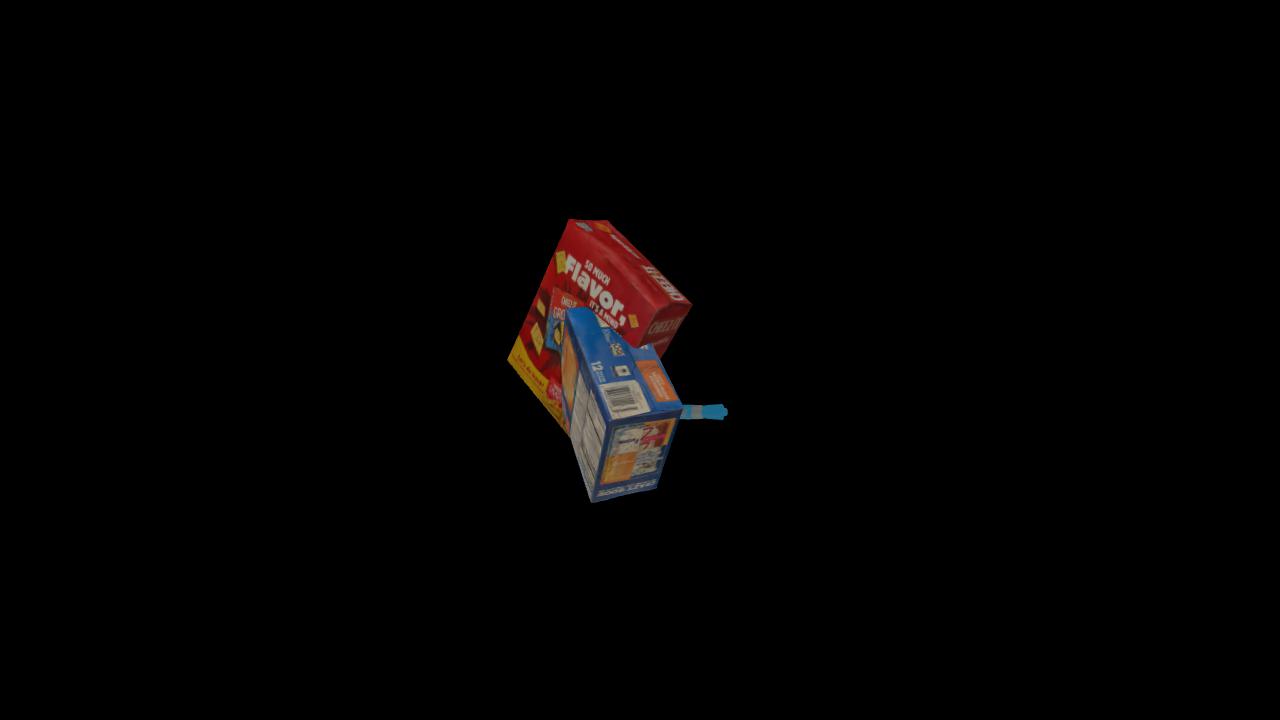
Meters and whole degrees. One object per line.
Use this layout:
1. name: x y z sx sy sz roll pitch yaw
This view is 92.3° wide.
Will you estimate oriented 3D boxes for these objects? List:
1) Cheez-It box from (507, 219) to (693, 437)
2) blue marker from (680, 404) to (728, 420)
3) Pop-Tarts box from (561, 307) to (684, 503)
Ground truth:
1. Cheez-It box: -0.057 -0.030 0.731 0.071 0.223 0.166 -13 52 -47
2. blue marker: 0.048 0.063 0.745 0.121 0.020 0.020 -3 -1 29
3. Pop-Tarts box: -0.031 0.044 0.682 0.083 0.141 0.167 -6 46 -21
